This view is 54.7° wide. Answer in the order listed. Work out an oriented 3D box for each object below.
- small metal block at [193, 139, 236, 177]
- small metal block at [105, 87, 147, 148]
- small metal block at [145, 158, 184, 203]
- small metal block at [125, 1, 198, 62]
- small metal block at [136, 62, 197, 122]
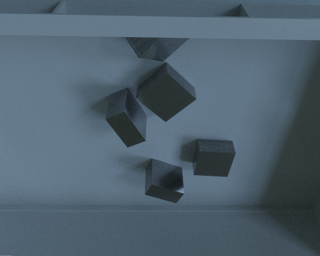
[{"bbox_3d":[0.076,0.044,0.448,0.050,0.025,0.050,4,130,-4],"label":"small metal block"},{"bbox_3d":[-0.040,-0.013,0.381,0.025,0.050,0.050,-21,127,16],"label":"small metal block"},{"bbox_3d":[0.006,0.078,0.459,0.050,0.050,0.025,19,127,-16],"label":"small metal block"},{"bbox_3d":[0.003,-0.094,0.310,0.050,0.050,0.025,-37,78,27],"label":"small metal block"},{"bbox_3d":[0.007,-0.042,0.374,0.050,0.025,0.050,-37,122,27],"label":"small metal block"}]
